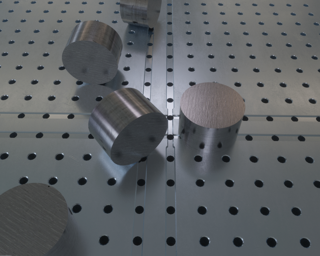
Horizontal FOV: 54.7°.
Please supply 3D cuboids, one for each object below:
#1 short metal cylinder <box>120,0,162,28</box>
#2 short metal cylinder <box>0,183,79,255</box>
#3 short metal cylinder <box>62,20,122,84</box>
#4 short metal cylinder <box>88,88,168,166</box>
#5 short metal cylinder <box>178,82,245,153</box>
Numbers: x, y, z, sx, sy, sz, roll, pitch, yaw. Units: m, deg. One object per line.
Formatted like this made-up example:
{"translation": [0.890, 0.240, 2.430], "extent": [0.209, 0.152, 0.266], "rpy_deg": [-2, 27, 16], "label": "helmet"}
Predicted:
{"translation": [-0.033, -0.227, 0.562], "extent": [0.050, 0.080, 0.080], "rpy_deg": [15, 52, 12], "label": "short metal cylinder"}
{"translation": [-0.126, 0.102, 0.305], "extent": [0.081, 0.050, 0.080], "rpy_deg": [0, 50, 0], "label": "short metal cylinder"}
{"translation": [-0.100, -0.112, 0.465], "extent": [0.080, 0.080, 0.050], "rpy_deg": [3, 50, 2], "label": "short metal cylinder"}
{"translation": [-0.038, -0.001, 0.373], "extent": [0.081, 0.080, 0.050], "rpy_deg": [-30, 56, -23], "label": "short metal cylinder"}
{"translation": [0.065, -0.014, 0.404], "extent": [0.081, 0.050, 0.080], "rpy_deg": [0, 50, 0], "label": "short metal cylinder"}
